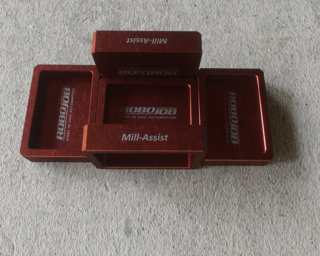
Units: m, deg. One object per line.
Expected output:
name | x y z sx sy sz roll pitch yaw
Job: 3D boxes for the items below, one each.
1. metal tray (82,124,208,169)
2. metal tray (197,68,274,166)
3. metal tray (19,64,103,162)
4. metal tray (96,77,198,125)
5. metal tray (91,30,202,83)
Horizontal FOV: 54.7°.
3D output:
metal tray | -0.016 0.025 0.364 0.131 0.090 0.030 0 70 0
metal tray | 0.095 -0.016 0.414 0.091 0.030 0.130 1 70 0
metal tray | -0.126 -0.021 0.413 0.091 0.030 0.130 1 70 0
metal tray | -0.016 -0.021 0.414 0.131 0.030 0.090 1 70 0
metal tray | -0.015 -0.088 0.407 0.131 0.090 0.030 0 70 0
